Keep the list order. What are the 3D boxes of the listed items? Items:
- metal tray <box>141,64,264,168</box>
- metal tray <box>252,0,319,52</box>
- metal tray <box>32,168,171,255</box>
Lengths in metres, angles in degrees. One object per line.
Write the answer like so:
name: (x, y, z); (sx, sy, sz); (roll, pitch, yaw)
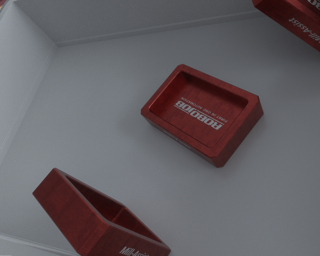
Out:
metal tray: (0.048, -0.021, 0.389); (0.130, 0.030, 0.090); (33, 80, 38)
metal tray: (0.172, -0.142, 0.339); (0.090, 0.131, 0.030); (-67, 15, -16)
metal tray: (-0.052, 0.095, 0.308); (0.090, 0.130, 0.030); (32, 80, 38)
